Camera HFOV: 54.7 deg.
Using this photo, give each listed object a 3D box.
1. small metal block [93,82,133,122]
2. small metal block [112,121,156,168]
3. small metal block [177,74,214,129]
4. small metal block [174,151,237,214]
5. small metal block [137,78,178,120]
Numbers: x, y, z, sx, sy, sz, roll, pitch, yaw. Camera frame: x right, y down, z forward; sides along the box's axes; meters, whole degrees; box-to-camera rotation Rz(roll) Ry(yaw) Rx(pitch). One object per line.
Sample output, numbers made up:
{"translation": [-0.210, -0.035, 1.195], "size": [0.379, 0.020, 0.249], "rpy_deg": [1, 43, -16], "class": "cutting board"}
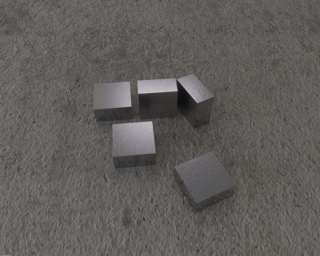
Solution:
{"translation": [-0.065, -0.037, 0.434], "size": [0.050, 0.025, 0.050], "rpy_deg": [-5, 50, -4], "class": "small metal block"}
{"translation": [-0.032, 0.020, 0.386], "size": [0.050, 0.025, 0.050], "rpy_deg": [-4, 50, -4], "class": "small metal block"}
{"translation": [0.045, -0.036, 0.417], "size": [0.025, 0.050, 0.050], "rpy_deg": [-22, 54, -18], "class": "small metal block"}
{"translation": [0.050, 0.061, 0.352], "size": [0.050, 0.025, 0.050], "rpy_deg": [-20, 53, -16], "class": "small metal block"}
{"translation": [-0.004, -0.039, 0.419], "size": [0.050, 0.050, 0.025], "rpy_deg": [-4, 50, -4], "class": "small metal block"}
